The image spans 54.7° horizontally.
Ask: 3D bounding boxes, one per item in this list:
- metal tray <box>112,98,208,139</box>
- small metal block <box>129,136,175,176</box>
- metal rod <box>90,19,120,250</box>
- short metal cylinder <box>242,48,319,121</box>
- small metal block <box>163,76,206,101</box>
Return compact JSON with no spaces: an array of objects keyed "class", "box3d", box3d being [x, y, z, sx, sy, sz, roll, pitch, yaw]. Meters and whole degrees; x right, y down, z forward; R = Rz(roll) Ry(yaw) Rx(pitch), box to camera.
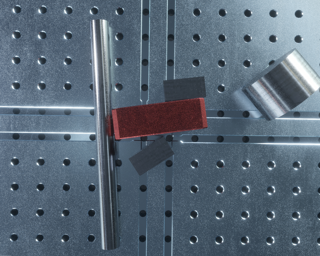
[{"class":"metal tray","box3d":[0.000,-0.010,0.361,0.091,0.130,0.030,-7,90,0]},{"class":"small metal block","box3d":[-0.010,0.034,0.401,0.050,0.050,0.025,-32,90,0]},{"class":"metal rod","box3d":[-0.073,0.009,0.412,0.025,0.025,0.298,-3,90,0]},{"class":"short metal cylinder","box3d":[0.150,-0.054,0.387,0.080,0.080,0.050,-40,90,0]},{"class":"small metal block","box3d":[0.030,-0.048,0.401,0.050,0.050,0.025,-6,90,0]}]
